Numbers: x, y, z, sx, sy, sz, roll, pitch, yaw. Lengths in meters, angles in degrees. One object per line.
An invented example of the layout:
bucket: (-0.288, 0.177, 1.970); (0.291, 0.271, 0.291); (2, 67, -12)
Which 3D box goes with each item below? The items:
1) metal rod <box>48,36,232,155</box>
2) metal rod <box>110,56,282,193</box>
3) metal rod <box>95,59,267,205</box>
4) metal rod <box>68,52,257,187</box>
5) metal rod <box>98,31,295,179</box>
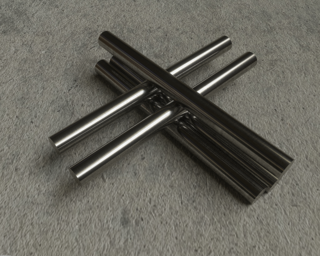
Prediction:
metal rod: (-0.009, -0.056, 0.419); (0.302, 0.025, 0.025); (-35, 58, -26)
metal rod: (0.030, -0.021, 0.423); (0.025, 0.025, 0.300); (-35, 58, -26)
metal rod: (0.009, -0.010, 0.413); (0.025, 0.025, 0.300); (-35, 58, -26)
metal rod: (0.022, -0.025, 0.393); (0.302, 0.025, 0.025); (-35, 58, -26)
metal rod: (0.024, -0.044, 0.376); (0.025, 0.025, 0.300); (-35, 59, -26)
